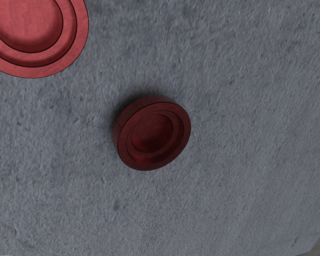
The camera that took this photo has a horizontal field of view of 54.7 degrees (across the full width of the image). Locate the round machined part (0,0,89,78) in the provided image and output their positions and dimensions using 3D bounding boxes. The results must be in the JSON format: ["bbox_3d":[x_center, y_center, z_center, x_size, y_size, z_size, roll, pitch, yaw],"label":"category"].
[{"bbox_3d":[-0.116,-0.097,0.273,0.099,0.042,0.097,-14,125,-21],"label":"round machined part"}]

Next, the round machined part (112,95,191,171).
[{"bbox_3d":[-0.014,0.003,0.392,0.099,0.042,0.097,-14,125,-21],"label":"round machined part"}]
